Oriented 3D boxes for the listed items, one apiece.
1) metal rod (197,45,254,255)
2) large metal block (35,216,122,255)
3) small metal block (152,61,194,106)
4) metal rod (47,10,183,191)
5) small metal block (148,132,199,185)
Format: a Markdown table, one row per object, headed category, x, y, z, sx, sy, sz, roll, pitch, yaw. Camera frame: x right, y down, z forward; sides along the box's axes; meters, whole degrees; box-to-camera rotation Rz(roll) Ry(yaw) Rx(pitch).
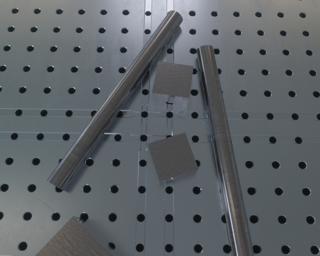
| category | x | y | z | sx | sy | sz | roll | pitch | yaw |
| --- | --- | --- | --- | --- | --- | --- | --- | --- | --- |
| metal rod | 0.082 | 0.025 | 0.403 | 0.025 | 0.025 | 0.299 | -6 | 70 | -2 |
| large metal block | -0.091 | 0.157 | 0.340 | 0.080 | 0.050 | 0.080 | 40 | 75 | 13 |
| small metal block | 0.018 | -0.063 | 0.435 | 0.050 | 0.025 | 0.050 | 9 | 70 | 3 |
| metal rod | -0.053 | -0.049 | 0.429 | 0.025 | 0.025 | 0.300 | 29 | 72 | 10 |
| small metal block | 0.016 | 0.039 | 0.398 | 0.050 | 0.025 | 0.050 | -17 | 71 | -6 |
